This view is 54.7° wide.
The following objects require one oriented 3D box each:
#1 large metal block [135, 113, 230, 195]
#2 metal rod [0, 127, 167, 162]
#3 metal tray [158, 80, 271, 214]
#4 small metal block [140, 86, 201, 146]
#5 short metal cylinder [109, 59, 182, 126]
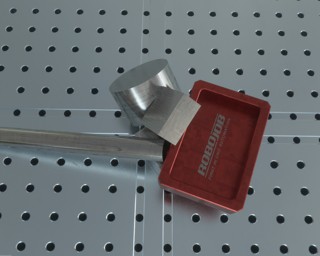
[{"bbox_3d":[0.026,0.024,0.388,0.080,0.050,0.080,-34,74,-12],"label":"large metal block"},{"bbox_3d":[-0.141,0.015,0.373,0.301,0.025,0.025,4,70,13],"label":"metal rod"},{"bbox_3d":[0.062,0.019,0.347,0.090,0.030,0.130,19,71,7],"label":"metal tray"},{"bbox_3d":[0.010,-0.015,0.340,0.025,0.050,0.050,33,90,-30],"label":"small metal block"},{"bbox_3d":[-0.017,-0.046,0.393,0.080,0.080,0.050,-33,116,-12],"label":"short metal cylinder"}]
